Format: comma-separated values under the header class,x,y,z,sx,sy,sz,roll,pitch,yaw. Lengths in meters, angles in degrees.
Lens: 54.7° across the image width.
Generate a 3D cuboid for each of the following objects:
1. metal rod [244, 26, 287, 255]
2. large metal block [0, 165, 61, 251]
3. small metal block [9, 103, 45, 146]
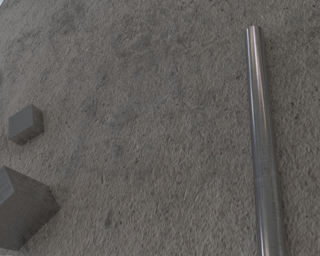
class,x,y,z,sx,sy,sz,roll,pitch,yaw
metal rod,0.113,0.002,0.343,0.025,0.025,0.299,-8,58,24
large metal block,-0.195,0.107,0.405,0.080,0.080,0.050,-44,51,-3
small metal block,-0.228,-0.006,0.527,0.050,0.025,0.050,-30,52,8
